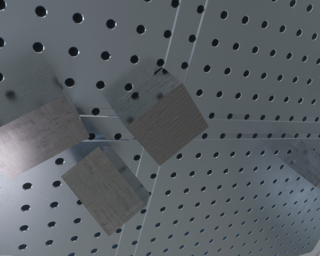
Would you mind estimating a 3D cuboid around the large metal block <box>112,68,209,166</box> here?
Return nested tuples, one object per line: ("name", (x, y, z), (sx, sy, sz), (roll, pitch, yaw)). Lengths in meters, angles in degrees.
("large metal block", (0.002, -0.013, 0.387), (0.080, 0.050, 0.080), (-39, 129, -2))

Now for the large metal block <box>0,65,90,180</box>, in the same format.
("large metal block", (-0.125, -0.010, 0.301), (0.080, 0.080, 0.050), (-29, 128, -10))

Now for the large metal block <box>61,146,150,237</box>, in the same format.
("large metal block", (-0.059, 0.068, 0.364), (0.050, 0.080, 0.080), (-39, 87, -2))

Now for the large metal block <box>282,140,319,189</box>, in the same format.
("large metal block", (0.294, 0.077, 0.582), (0.080, 0.080, 0.050), (27, 103, -37))
